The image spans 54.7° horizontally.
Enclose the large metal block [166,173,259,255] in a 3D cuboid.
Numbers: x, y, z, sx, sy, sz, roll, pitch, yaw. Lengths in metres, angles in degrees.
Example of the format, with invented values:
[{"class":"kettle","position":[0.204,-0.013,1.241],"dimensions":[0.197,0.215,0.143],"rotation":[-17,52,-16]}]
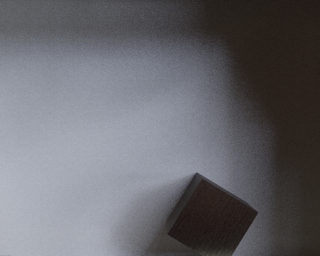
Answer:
[{"class":"large metal block","position":[0.064,0.116,0.400],"dimensions":[0.080,0.050,0.080],"rotation":[32,90,-1]}]
